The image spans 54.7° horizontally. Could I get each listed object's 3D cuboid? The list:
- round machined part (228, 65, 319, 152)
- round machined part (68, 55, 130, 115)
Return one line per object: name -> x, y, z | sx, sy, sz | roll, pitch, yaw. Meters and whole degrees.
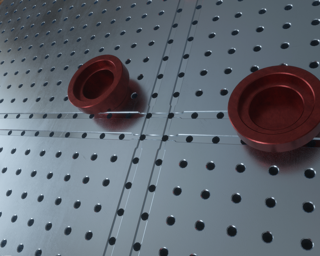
round machined part -> 0.128, -0.017, 0.340 | 0.098, 0.042, 0.098 | -13, 56, 20
round machined part -> -0.090, -0.063, 0.481 | 0.098, 0.042, 0.098 | -13, 56, 20
